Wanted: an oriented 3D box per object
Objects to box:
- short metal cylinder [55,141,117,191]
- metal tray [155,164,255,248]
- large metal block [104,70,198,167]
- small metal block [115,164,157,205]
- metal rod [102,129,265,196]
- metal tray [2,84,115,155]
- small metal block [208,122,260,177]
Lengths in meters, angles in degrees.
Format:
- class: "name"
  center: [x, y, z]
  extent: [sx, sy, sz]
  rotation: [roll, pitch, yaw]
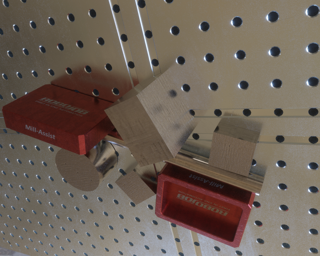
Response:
- class: "short metal cylinder"
  center: [-0.115, 0.052, 0.487]
  extent: [0.080, 0.050, 0.079]
  rotation: [13, 124, 21]
- class: "metal tray"
  center: [0.060, 0.109, 0.443]
  extent: [0.130, 0.030, 0.089]
  rotation: [17, 126, 18]
- class: "large metal block"
  center: [-0.007, -0.013, 0.373]
  extent: [0.050, 0.080, 0.080]
  rotation: [-20, 108, 36]
- class: "small metal block"
  center: [-0.033, 0.086, 0.483]
  extent: [0.050, 0.025, 0.050]
  rotation: [48, 129, -6]
- class: "metal rod"
  center: [-0.009, 0.029, 0.434]
  extent: [0.301, 0.025, 0.025]
  rotation: [18, 126, 17]
- class: "metal tray"
  center: [-0.134, -0.017, 0.428]
  extent: [0.130, 0.090, 0.030]
  rotation: [17, 125, 18]
- class: "small metal block"
  center: [0.090, 0.026, 0.380]
  extent: [0.050, 0.025, 0.050]
  rotation: [16, 125, 19]
